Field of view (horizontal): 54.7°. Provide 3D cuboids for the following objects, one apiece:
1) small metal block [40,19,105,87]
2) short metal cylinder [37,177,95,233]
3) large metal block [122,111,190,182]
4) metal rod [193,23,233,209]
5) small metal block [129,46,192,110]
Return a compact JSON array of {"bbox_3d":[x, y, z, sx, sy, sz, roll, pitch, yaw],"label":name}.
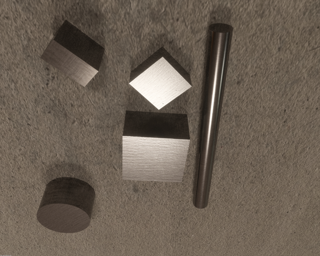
[{"bbox_3d":[-0.089,-0.078,0.323,0.050,0.050,0.025,34,122,-26],"label":"small metal block"},{"bbox_3d":[-0.148,0.124,0.494,0.081,0.050,0.079,0,130,0],"label":"short metal cylinder"},{"bbox_3d":[-0.007,0.026,0.413,0.081,0.050,0.079,3,130,-4],"label":"large metal block"},{"bbox_3d":[0.065,0.010,0.416,0.025,0.025,0.298,-1,130,0],"label":"metal rod"},{"bbox_3d":[0.001,-0.057,0.359,0.050,0.025,0.050,-34,123,25],"label":"small metal block"}]
